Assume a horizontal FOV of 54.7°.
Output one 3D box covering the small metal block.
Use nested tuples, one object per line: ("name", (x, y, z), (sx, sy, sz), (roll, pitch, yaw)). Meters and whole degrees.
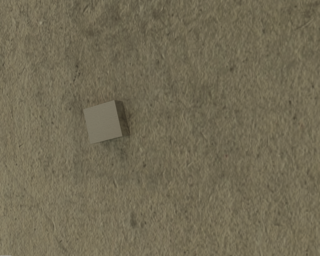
("small metal block", (-0.075, -0.008, 0.434), (0.050, 0.025, 0.050), (-14, 85, 19))
